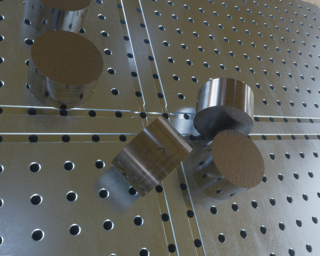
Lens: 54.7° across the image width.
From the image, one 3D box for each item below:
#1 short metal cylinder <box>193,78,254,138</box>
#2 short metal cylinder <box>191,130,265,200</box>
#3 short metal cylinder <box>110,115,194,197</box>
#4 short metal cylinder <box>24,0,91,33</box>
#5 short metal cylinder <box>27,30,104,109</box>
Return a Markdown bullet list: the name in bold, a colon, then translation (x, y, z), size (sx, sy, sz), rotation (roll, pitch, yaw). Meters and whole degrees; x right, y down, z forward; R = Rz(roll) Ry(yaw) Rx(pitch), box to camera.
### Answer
- **short metal cylinder**: translation (0.090, -0.024, 0.436), size (0.080, 0.080, 0.050), rotation (23, 53, -15)
- **short metal cylinder**: translation (0.089, 0.049, 0.410), size (0.081, 0.050, 0.080), rotation (14, 56, -21)
- **short metal cylinder**: translation (-0.009, 0.031, 0.349), size (0.050, 0.080, 0.080), rotation (46, 51, 4)
- **short metal cylinder**: translation (-0.139, -0.169, 0.420), size (0.081, 0.050, 0.080), rotation (14, 56, -21)
- **short metal cylinder**: translation (-0.114, -0.070, 0.373), size (0.081, 0.050, 0.080), rotation (14, 56, -21)
